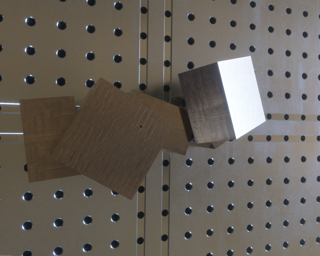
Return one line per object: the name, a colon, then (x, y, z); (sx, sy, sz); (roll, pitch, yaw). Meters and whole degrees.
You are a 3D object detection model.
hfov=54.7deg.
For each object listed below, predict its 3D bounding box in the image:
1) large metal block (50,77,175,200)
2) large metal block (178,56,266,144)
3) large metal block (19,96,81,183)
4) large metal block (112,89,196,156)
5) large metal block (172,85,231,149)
large metal block: (-0.047, 0.010, 0.296); (0.080, 0.050, 0.080); (33, 79, -17)
large metal block: (0.073, -0.034, 0.355); (0.081, 0.050, 0.080); (-22, 99, -48)
large metal block: (-0.119, 0.010, 0.339); (0.050, 0.080, 0.079); (-7, 93, -20)
large metal block: (-0.013, -0.005, 0.379); (0.081, 0.080, 0.050); (20, 84, -19)
large metal block: (0.076, -0.027, 0.429); (0.080, 0.050, 0.080); (-32, 101, -18)
